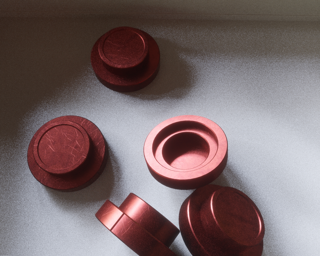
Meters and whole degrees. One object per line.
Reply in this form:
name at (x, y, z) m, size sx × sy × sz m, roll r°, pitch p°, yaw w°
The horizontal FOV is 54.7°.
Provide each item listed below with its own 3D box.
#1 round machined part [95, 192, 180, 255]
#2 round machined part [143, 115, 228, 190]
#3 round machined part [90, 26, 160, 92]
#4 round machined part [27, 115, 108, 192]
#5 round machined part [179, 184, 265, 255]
round machined part at (-0.018, 0.106, 0.332) m, size 0.098 × 0.098 × 0.042 m, roll 36°, pitch 74°, yaw 12°
round machined part at (0.032, 0.033, 0.376) m, size 0.098 × 0.042 × 0.098 m, roll -6°, pitch 47°, yaw 7°
round machined part at (-0.049, -0.103, 0.438) m, size 0.099 × 0.042 × 0.098 m, roll 0°, pitch 70°, yaw 0°
round machined part at (-0.118, 0.029, 0.389) m, size 0.099 × 0.042 × 0.098 m, roll 0°, pitch 70°, yaw 0°
round machined part at (0.073, 0.104, 0.337) m, size 0.099 × 0.042 × 0.098 m, roll 20°, pitch 42°, yaw -19°
